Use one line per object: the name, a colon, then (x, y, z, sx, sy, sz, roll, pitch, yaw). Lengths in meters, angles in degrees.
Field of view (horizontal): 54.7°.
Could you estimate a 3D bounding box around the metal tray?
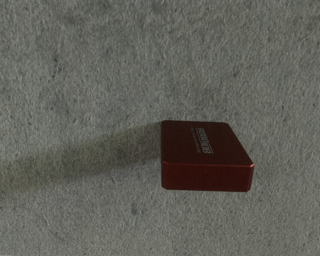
metal tray: (0.047, 0.027, 0.364, 0.091, 0.130, 0.030, 2, 110, -1)
